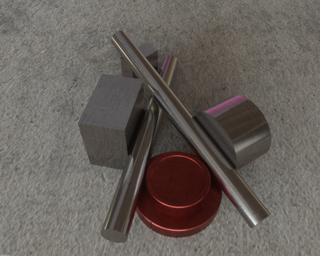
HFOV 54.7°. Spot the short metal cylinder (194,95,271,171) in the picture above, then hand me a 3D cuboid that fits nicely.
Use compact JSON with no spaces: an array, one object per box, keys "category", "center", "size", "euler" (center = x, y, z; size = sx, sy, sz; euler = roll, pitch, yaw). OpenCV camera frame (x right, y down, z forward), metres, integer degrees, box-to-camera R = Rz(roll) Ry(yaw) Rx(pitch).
[{"category":"short metal cylinder","center":[0.082,0.008,0.364],"size":[0.050,0.080,0.080],"euler":[-26,55,-20]}]

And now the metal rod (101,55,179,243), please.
[{"category":"metal rod","center":[-0.012,-0.003,0.388],"size":[0.025,0.025,0.300],"euler":[9,44,7]}]

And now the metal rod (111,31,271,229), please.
[{"category":"metal rod","center":[0.022,-0.016,0.374],"size":[0.025,0.025,0.300],"euler":[-26,64,-20]}]

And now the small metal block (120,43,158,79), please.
[{"category":"small metal block","center":[-0.030,-0.091,0.464],"size":[0.025,0.050,0.050],"euler":[38,59,27]}]

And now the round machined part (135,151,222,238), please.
[{"category":"round machined part","center":[0.019,0.065,0.340],"size":[0.099,0.042,0.098],"euler":[0,50,0]}]

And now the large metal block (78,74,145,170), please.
[{"category":"large metal block","center":[-0.053,-0.006,0.373],"size":[0.050,0.080,0.080],"euler":[9,51,7]}]
